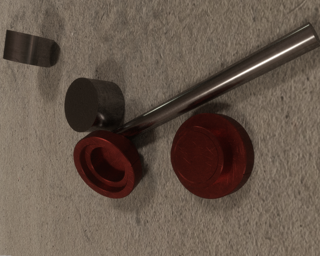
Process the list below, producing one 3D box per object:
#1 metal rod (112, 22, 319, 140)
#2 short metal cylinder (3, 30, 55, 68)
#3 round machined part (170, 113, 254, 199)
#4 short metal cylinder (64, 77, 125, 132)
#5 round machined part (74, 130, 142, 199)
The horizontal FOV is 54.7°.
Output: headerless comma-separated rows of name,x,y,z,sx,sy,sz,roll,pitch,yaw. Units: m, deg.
metal rod,0.035,-0.034,0.374,0.299,0.025,0.025,-26,74,36
short metal cylinder,-0.237,-0.143,0.561,0.080,0.081,0.050,20,103,38
round machined part,0.051,0.032,0.350,0.098,0.042,0.097,0,90,39
short metal cylinder,-0.099,-0.033,0.468,0.080,0.050,0.079,0,90,39
round machined part,-0.067,0.046,0.430,0.098,0.042,0.097,13,121,22
